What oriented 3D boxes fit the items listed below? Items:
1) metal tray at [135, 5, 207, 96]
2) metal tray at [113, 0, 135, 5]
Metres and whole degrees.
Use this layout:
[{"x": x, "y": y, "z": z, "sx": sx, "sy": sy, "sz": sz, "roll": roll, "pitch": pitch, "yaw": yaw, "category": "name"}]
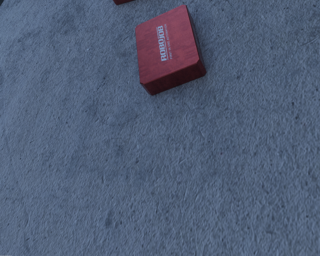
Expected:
[{"x": 0.012, "y": -0.120, "z": 0.468, "sx": 0.090, "sy": 0.030, "sz": 0.130, "roll": -19, "pitch": 54, "yaw": 17, "category": "metal tray"}, {"x": -0.030, "y": -0.293, "z": 0.596, "sx": 0.130, "sy": 0.030, "sz": 0.090, "roll": -4, "pitch": 60, "yaw": 26, "category": "metal tray"}]
